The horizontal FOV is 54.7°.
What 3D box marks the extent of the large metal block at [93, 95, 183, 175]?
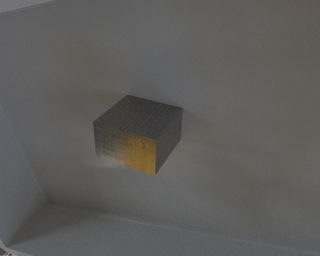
[{"bbox_3d":[-0.025,0.005,0.388,0.080,0.080,0.050,15,125,19],"label":"large metal block"}]
